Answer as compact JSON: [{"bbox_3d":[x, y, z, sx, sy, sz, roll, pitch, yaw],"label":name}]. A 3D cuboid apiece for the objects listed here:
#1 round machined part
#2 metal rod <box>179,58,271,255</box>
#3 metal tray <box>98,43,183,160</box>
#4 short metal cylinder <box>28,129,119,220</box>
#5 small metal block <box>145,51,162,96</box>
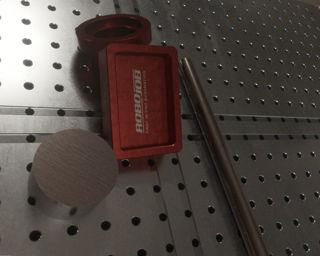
[{"bbox_3d":[-0.060,-0.117,0.418,0.099,0.042,0.098,-2,39,2],"label":"round machined part"},{"bbox_3d":[0.081,0.027,0.436,0.025,0.025,0.299,-4,64,-30],"label":"metal rod"},{"bbox_3d":[-0.022,-0.032,0.372,0.091,0.030,0.129,-5,94,-27],"label":"metal tray"},{"bbox_3d":[-0.089,0.048,0.316,0.081,0.050,0.080,14,56,-21],"label":"short metal cylinder"},{"bbox_3d":[-0.010,-0.075,0.434,0.025,0.050,0.050,-9,67,-33],"label":"small metal block"}]
